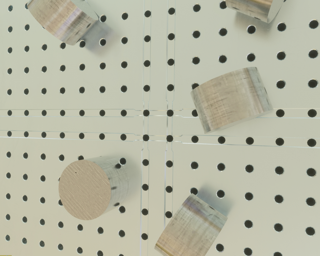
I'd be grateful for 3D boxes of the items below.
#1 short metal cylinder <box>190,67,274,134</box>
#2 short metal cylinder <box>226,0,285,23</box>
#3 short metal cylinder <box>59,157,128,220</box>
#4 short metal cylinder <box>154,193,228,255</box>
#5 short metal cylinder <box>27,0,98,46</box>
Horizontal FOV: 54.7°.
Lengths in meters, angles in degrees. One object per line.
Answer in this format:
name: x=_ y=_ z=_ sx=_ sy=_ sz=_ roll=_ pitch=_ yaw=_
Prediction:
short metal cylinder: x=0.081 y=-0.030 z=0.355 sx=0.080 sy=0.080 sz=0.050 roll=-21 pitch=83 yaw=19
short metal cylinder: x=0.115 y=-0.164 z=0.343 sx=0.050 sy=0.080 sz=0.080 roll=29 pitch=100 yaw=17
short metal cylinder: x=-0.092 y=0.082 z=0.432 sx=0.080 sy=0.050 sz=0.079 roll=0 pitch=90 yaw=20
short metal cylinder: x=0.038 y=0.126 z=0.370 sx=0.050 sy=0.080 sz=0.080 roll=33 pitch=101 yaw=17
short metal cylinder: x=-0.133 y=-0.162 z=0.430 sx=0.050 sy=0.080 sz=0.080 roll=-42 pitch=77 yaw=15
